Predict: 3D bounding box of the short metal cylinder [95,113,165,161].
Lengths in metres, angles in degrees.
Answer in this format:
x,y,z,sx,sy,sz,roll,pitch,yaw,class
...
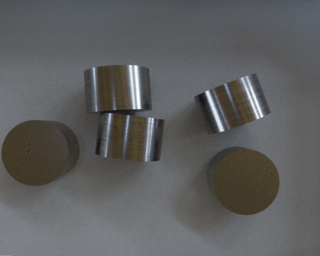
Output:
x,y,z,sx,sy,sz,roll,pitch,yaw,class
-0.037,0.010,0.383,0.080,0.080,0.050,6,90,0,short metal cylinder

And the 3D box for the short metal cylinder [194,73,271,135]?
x,y,z,sx,sy,sz,roll,pitch,yaw,class
0.089,-0.029,0.384,0.080,0.080,0.050,-21,90,0,short metal cylinder

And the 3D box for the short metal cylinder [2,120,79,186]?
x,y,z,sx,sy,sz,roll,pitch,yaw,class
-0.150,0.030,0.398,0.081,0.050,0.080,0,90,0,short metal cylinder

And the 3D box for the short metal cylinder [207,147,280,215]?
x,y,z,sx,sy,sz,roll,pitch,yaw,class
0.105,0.065,0.400,0.081,0.050,0.080,0,90,0,short metal cylinder

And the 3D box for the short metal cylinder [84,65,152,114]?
x,y,z,sx,sy,sz,roll,pitch,yaw,class
-0.052,-0.045,0.383,0.080,0.080,0.050,-4,90,0,short metal cylinder
